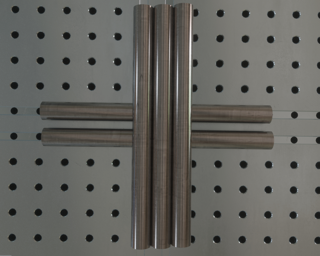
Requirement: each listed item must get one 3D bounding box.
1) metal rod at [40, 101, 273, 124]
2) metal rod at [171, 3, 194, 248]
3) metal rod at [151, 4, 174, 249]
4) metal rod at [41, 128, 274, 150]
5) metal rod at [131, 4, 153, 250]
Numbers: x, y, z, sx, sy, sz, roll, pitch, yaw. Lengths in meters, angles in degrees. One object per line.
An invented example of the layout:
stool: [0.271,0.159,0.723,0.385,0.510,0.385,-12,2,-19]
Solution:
metal rod: [-0.004,-0.021,0.413,0.302,0.025,0.025,1,90,-1]
metal rod: [0.028,-0.003,0.389,0.025,0.025,0.298,1,90,-1]
metal rod: [0.003,-0.002,0.389,0.025,0.025,0.298,1,90,-1]
metal rod: [-0.002,0.014,0.414,0.302,0.025,0.025,1,90,-1]
metal rod: [-0.022,-0.001,0.388,0.025,0.025,0.298,1,90,-1]
